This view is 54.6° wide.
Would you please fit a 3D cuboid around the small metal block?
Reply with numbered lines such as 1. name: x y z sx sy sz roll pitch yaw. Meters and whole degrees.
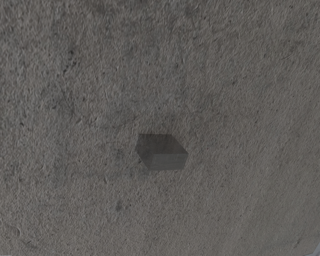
1. small metal block: 0.001 0.031 0.410 0.050 0.050 0.025 2 118 -29
